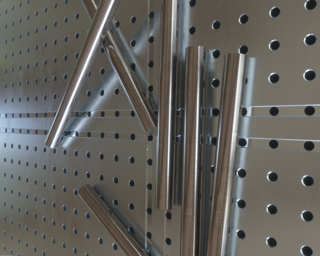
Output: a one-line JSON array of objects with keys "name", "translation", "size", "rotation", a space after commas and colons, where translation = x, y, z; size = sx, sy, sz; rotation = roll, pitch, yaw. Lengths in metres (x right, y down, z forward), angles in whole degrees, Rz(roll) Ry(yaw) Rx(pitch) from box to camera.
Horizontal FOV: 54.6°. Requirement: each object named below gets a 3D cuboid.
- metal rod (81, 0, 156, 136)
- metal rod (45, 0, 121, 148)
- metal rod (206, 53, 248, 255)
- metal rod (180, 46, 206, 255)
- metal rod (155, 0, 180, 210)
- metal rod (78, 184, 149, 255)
[{"name": "metal rod", "translation": [-0.072, -0.121, 0.470], "size": [0.025, 0.025, 0.299], "rotation": [-41, 65, 33]}, {"name": "metal rod", "translation": [-0.132, -0.076, 0.498], "size": [0.025, 0.025, 0.298], "rotation": [53, 127, 27]}, {"name": "metal rod", "translation": [0.072, 0.069, 0.350], "size": [0.025, 0.025, 0.298], "rotation": [8, 95, 40]}, {"name": "metal rod", "translation": [0.040, 0.053, 0.377], "size": [0.025, 0.025, 0.298], "rotation": [3, 92, 40]}, {"name": "metal rod", "translation": [0.010, -0.046, 0.401], "size": [0.025, 0.025, 0.298], "rotation": [3, 92, 40]}, {"name": "metal rod", "translation": [-0.028, 0.184, 0.433], "size": [0.300, 0.025, 0.025], "rotation": [40, 114, 32]}]
